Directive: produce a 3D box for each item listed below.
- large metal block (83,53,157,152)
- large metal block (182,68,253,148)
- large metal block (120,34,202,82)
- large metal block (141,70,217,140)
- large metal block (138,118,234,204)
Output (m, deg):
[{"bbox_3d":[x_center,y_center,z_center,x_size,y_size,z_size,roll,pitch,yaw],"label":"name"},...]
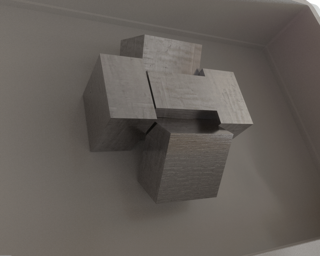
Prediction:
[{"bbox_3d":[-0.050,-0.026,0.357,0.050,0.080,0.080,1,62,-28],"label":"large metal block"},{"bbox_3d":[0.068,-0.022,0.419,0.050,0.080,0.080,1,62,-28],"label":"large metal block"},{"bbox_3d":[-0.003,-0.089,0.414,0.081,0.080,0.050,2,99,-28],"label":"large metal block"},{"bbox_3d":[0.010,-0.024,0.389,0.081,0.080,0.050,1,62,-28],"label":"large metal block"},{"bbox_3d":[0.027,0.035,0.353,0.081,0.079,0.050,1,19,-29],"label":"large metal block"}]
